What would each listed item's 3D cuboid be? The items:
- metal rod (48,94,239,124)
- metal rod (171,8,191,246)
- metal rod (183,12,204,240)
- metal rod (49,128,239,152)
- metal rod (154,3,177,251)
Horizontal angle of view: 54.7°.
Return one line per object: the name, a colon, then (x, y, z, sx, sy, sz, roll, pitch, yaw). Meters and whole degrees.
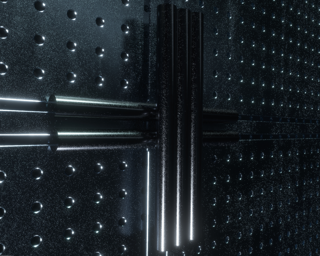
metal rod: (0.005, -0.020, 0.415, 0.302, 0.025, 0.025, 1, 90, -40)
metal rod: (0.026, -0.002, 0.401, 0.025, 0.025, 0.298, 1, 90, -40)
metal rod: (0.045, -0.003, 0.417, 0.025, 0.025, 0.298, 1, 90, -40)
metal rod: (0.006, 0.014, 0.417, 0.302, 0.025, 0.025, 1, 90, -40)
metal rod: (0.007, -0.001, 0.385, 0.025, 0.025, 0.298, 1, 90, -40)
